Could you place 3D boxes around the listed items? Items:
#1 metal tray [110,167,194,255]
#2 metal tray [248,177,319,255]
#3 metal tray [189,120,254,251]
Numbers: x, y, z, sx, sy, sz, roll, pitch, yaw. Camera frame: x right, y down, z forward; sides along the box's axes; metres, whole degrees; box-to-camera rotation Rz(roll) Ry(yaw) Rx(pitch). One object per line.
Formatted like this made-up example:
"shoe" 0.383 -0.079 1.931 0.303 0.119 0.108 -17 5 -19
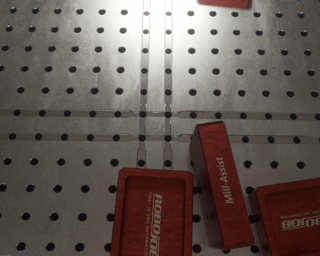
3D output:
"metal tray" -0.008 0.115 0.366 0.091 0.030 0.130 3 70 1
"metal tray" 0.183 0.108 0.371 0.131 0.030 0.090 -8 70 -4
"metal tray" 0.064 0.067 0.353 0.030 0.090 0.129 -9 70 -3
